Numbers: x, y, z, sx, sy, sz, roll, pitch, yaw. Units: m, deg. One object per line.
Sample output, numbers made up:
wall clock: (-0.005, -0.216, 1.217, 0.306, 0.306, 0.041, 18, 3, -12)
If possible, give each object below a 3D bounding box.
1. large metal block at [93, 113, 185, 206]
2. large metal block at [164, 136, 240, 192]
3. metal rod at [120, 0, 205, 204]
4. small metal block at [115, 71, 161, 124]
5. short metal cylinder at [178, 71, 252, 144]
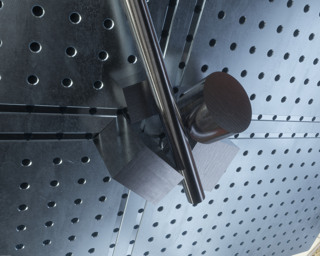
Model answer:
large metal block: (-0.027, 0.038, 0.385, 0.050, 0.080, 0.080, -45, 130, 3)
large metal block: (0.055, 0.041, 0.452, 0.080, 0.050, 0.080, 19, 108, -36)
metal rod: (0.006, -0.033, 0.356, 0.025, 0.025, 0.298, -25, 116, -13)
small metal block: (-0.021, -0.039, 0.377, 0.050, 0.025, 0.050, -22, 127, -16)
short metal cylinder: (0.069, -0.024, 0.391, 0.081, 0.080, 0.050, 9, 157, -33)
